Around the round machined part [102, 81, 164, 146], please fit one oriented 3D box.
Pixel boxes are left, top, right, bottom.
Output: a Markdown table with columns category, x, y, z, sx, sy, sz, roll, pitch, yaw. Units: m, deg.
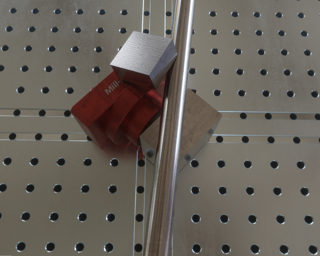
| category | x | y | z | sx | sy | sz | roll | pitch | yaw |
| --- | --- | --- | --- | --- | --- | --- | --- | --- | --- |
| round machined part | -0.021 | -0.016 | 0.383 | 0.042 | 0.098 | 0.098 | 41 | 75 | 13 |

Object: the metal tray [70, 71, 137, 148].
| category | x | y | z | sx | sy | sz | roll | pitch | yaw |
| --- | --- | --- | --- | --- | --- | --- | --- | --- | --- |
| metal tray | -0.044 | -0.040 | 0.391 | 0.030 | 0.090 | 0.130 | 41 | 75 | 13 |

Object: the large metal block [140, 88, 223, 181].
| category | x | y | z | sx | sy | sz | roll | pitch | yaw |
| --- | --- | --- | --- | --- | --- | --- | --- | --- | --- |
| large metal block | 0.024 | 0.011 | 0.376 | 0.050 | 0.080 | 0.080 | 41 | 75 | 13 |

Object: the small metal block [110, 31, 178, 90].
| category | x | y | z | sx | sy | sz | roll | pitch | yaw |
| --- | --- | --- | --- | --- | --- | --- | --- | --- | --- |
| small metal block | -0.017 | -0.074 | 0.335 | 0.050 | 0.025 | 0.050 | 20 | 68 | 26 |

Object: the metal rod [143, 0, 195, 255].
| category | x | y | z | sx | sy | sz | roll | pitch | yaw |
| --- | --- | --- | --- | --- | --- | --- | --- | --- | --- |
| metal rod | 0.014 | -0.021 | 0.334 | 0.025 | 0.025 | 0.299 | 7 | 70 | 2 |
